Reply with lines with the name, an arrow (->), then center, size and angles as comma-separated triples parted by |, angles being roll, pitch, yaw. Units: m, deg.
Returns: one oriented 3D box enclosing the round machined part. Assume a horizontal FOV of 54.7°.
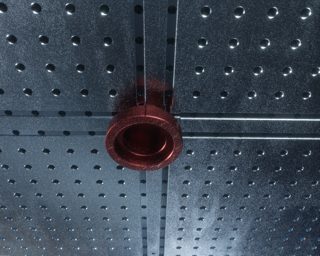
round machined part -> -0.020, 0.009, 0.408 | 0.099, 0.042, 0.097 | -1, 130, 0
